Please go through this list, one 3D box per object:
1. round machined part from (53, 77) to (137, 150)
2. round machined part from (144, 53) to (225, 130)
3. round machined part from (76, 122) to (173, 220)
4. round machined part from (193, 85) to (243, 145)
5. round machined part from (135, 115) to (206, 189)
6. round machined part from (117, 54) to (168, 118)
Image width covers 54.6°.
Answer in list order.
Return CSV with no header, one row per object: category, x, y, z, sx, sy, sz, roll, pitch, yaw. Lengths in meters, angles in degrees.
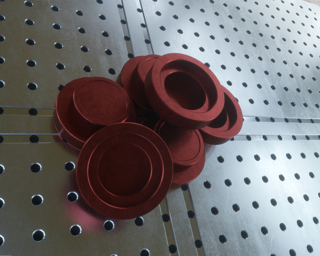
round machined part,-0.073,-0.022,0.371,0.099,0.042,0.098,13,56,-21
round machined part,0.026,-0.040,0.380,0.099,0.042,0.098,13,56,-21
round machined part,-0.039,0.044,0.332,0.099,0.042,0.098,1,84,-14
round machined part,0.065,-0.019,0.443,0.099,0.042,0.098,13,56,-21
round machined part,0.016,0.023,0.390,0.099,0.042,0.098,13,56,-21
round machined part,-0.007,-0.063,0.432,0.099,0.042,0.098,13,56,-21
